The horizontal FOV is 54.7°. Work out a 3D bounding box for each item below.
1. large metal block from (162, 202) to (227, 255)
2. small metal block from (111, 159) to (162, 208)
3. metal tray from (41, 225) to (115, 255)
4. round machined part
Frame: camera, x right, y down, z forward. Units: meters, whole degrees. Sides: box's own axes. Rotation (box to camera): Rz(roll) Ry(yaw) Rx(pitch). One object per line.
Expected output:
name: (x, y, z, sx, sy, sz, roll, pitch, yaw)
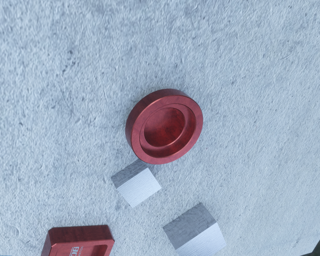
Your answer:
large metal block: (0.062, 0.190, 0.542, 0.080, 0.050, 0.080, -31, 129, -8)
small metal block: (-0.033, 0.077, 0.437, 0.050, 0.025, 0.050, -34, 129, -6)
metal tray: (-0.130, 0.205, 0.459, 0.091, 0.030, 0.129, 8, 114, -32)
round machined part: (0.002, -0.005, 0.394, 0.099, 0.042, 0.097, -14, 124, -21)
